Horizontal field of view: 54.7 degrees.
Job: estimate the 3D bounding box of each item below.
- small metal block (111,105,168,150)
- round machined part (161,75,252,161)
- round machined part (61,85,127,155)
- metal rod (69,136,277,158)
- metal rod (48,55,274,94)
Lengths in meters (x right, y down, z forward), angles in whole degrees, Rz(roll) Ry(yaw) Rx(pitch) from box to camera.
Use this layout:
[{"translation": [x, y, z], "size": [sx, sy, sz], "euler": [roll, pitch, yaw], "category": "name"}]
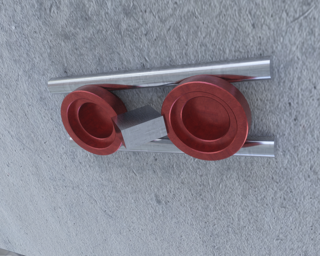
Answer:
[{"translation": [-0.026, -0.002, 0.370], "size": [0.050, 0.050, 0.025], "euler": [-138, 31, -61], "category": "small metal block"}, {"translation": [0.054, -0.014, 0.353], "size": [0.098, 0.042, 0.097], "euler": [13, 124, 21], "category": "round machined part"}, {"translation": [-0.083, -0.014, 0.427], "size": [0.098, 0.042, 0.097], "euler": [13, 124, 21], "category": "round machined part"}, {"translation": [-0.002, 0.021, 0.422], "size": [0.300, 0.025, 0.025], "euler": [0, 119, 28], "category": "metal rod"}, {"translation": [-0.021, -0.061, 0.381], "size": [0.300, 0.025, 0.025], "euler": [0, 119, 28], "category": "metal rod"}]
